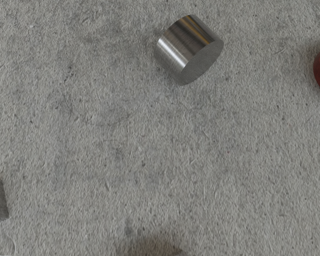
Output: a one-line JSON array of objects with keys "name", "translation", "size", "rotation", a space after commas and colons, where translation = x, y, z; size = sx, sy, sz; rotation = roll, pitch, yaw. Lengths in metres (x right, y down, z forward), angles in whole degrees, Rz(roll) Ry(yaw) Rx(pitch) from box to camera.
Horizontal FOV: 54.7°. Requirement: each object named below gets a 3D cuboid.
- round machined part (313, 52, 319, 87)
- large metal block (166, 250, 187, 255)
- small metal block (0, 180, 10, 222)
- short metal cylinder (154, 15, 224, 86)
[{"name": "round machined part", "translation": [0.262, -0.075, 0.430], "size": [0.099, 0.042, 0.098], "rotation": [0, 70, -1]}, {"name": "large metal block", "translation": [0.001, 0.184, 0.328], "size": [0.081, 0.050, 0.080], "rotation": [-16, 71, -6]}, {"name": "small metal block", "translation": [-0.216, 0.092, 0.372], "size": [0.050, 0.025, 0.050], "rotation": [-18, 71, -7]}, {"name": "short metal cylinder", "translation": [0.039, -0.103, 0.417], "size": [0.080, 0.080, 0.050], "rotation": [-37, 75, -13]}]
